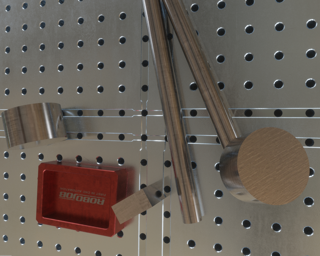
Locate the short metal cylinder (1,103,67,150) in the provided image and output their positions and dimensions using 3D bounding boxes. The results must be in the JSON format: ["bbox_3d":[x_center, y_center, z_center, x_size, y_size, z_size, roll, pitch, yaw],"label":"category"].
[{"bbox_3d":[-0.179,-0.002,0.445,0.080,0.080,0.050,-15,85,19],"label":"short metal cylinder"}]

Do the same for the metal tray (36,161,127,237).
[{"bbox_3d":[-0.115,0.099,0.448,0.130,0.030,0.089,3,91,19],"label":"metal tray"}]

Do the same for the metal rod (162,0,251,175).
[{"bbox_3d":[0.049,-0.081,0.394,0.025,0.025,0.299,-23,83,18],"label":"metal rod"}]

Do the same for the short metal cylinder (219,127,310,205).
[{"bbox_3d":[0.113,0.043,0.341,0.081,0.050,0.080,2,78,-10],"label":"short metal cylinder"}]

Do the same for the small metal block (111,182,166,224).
[{"bbox_3d":[-0.027,0.098,0.408,0.050,0.050,0.025,-32,80,17],"label":"small metal block"}]

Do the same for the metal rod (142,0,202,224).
[{"bbox_3d":[0.015,-0.027,0.406,0.025,0.025,0.298,-12,86,19],"label":"metal rod"}]
